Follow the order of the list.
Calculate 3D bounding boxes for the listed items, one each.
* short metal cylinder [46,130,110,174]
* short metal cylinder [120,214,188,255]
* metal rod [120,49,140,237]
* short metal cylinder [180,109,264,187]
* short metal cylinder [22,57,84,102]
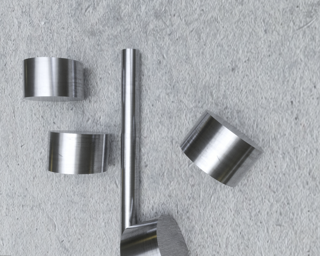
[{"bbox_3d":[-0.110,0.030,0.418,0.080,0.080,0.050,4,92,20],"label":"short metal cylinder"},{"bbox_3d":[-0.005,0.153,0.382,0.050,0.080,0.080,-25,82,18],"label":"short metal cylinder"},{"bbox_3d":[-0.041,0.044,0.423,0.025,0.025,0.298,0,90,20],"label":"metal rod"},{"bbox_3d":[0.070,0.022,0.355,0.080,0.080,0.050,39,102,16],"label":"short metal cylinder"},{"bbox_3d":[-0.148,-0.065,0.432,0.080,0.080,0.050,-1,90,20],"label":"short metal cylinder"}]
